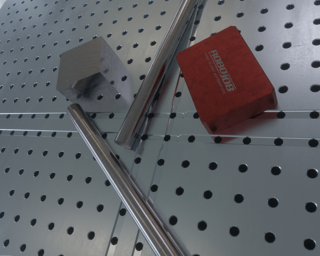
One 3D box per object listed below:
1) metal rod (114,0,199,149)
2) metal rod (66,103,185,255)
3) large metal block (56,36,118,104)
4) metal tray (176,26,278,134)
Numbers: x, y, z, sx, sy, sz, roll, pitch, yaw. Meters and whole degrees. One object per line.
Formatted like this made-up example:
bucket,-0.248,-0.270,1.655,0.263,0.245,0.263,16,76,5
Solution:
metal rod,0.005,-0.107,0.471,0.025,0.025,0.300,10,67,32
metal rod,-0.059,0.057,0.404,0.025,0.025,0.300,-42,51,-1
large metal block,-0.118,-0.093,0.512,0.080,0.050,0.080,-17,55,18
metal tray,0.081,-0.066,0.403,0.090,0.030,0.130,-25,53,12
